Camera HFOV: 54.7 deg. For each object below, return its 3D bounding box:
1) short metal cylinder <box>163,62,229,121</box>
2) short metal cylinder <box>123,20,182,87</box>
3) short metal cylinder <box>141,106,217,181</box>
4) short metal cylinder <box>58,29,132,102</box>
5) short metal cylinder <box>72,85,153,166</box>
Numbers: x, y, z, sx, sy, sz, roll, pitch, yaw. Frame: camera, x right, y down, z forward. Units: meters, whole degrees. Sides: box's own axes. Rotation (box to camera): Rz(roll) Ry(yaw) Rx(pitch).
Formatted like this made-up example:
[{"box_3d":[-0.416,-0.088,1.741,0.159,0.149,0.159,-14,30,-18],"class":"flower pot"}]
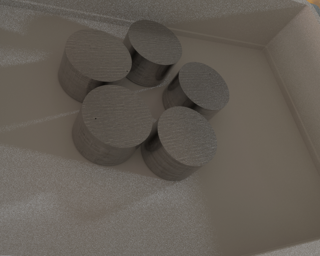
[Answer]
[{"box_3d":[0.051,-0.047,0.443,0.081,0.050,0.080,14,56,-21],"class":"short metal cylinder"},{"box_3d":[-0.016,-0.107,0.443,0.081,0.050,0.080,14,56,-21],"class":"short metal cylinder"},{"box_3d":[0.023,0.020,0.387,0.081,0.050,0.080,14,56,-21],"class":"short metal cylinder"},{"box_3d":[-0.082,-0.076,0.389,0.081,0.050,0.080,14,56,-21],"class":"short metal cylinder"},{"box_3d":[-0.056,-0.003,0.359,0.081,0.050,0.080,14,56,-21],"class":"short metal cylinder"}]
